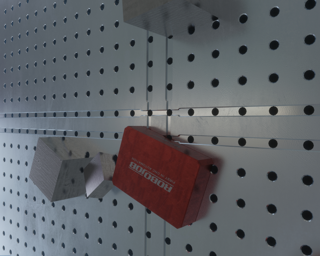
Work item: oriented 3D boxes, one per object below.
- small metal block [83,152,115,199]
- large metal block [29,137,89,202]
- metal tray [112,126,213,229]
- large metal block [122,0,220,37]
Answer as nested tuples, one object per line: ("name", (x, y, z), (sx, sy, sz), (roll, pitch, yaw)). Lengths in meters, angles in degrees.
("small metal block", (-0.092, 0.073, 0.477), (0.050, 0.025, 0.050), (-45, 46, 30))
("large metal block", (-0.178, 0.069, 0.541), (0.080, 0.050, 0.079), (32, 110, 35))
("metal tray", (-0.003, 0.059, 0.408), (0.130, 0.030, 0.089), (24, 105, 37))
("large metal block", (0.013, -0.150, 0.363), (0.080, 0.081, 0.050), (-7, 86, 40))
